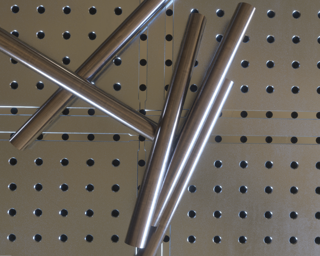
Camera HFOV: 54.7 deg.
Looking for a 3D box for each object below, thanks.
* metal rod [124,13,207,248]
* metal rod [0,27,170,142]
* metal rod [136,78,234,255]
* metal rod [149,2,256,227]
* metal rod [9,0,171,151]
[{"bbox_3d":[0.010,-0.006,0.388,0.025,0.025,0.299,16,80,-1],"label":"metal rod"},{"bbox_3d":[-0.108,-0.055,0.386,0.301,0.025,0.025,31,90,-11],"label":"metal rod"},{"bbox_3d":[0.026,0.072,0.413,0.025,0.025,0.299,24,90,-1],"label":"metal rod"},{"bbox_3d":[0.048,-0.017,0.393,0.025,0.025,0.299,25,90,-1],"label":"metal rod"},{"bbox_3d":[-0.085,-0.086,0.412,0.025,0.025,0.300,44,90,-1],"label":"metal rod"}]
